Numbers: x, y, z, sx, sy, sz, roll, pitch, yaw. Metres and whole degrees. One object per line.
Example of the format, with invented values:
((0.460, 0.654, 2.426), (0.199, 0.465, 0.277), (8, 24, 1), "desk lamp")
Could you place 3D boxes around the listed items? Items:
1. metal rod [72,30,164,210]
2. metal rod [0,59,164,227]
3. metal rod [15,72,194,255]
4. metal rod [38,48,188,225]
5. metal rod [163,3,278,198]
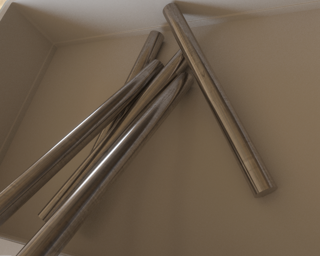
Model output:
((-0.060, -0.019, 0.448), (0.025, 0.025, 0.300), (10, 67, 32), "metal rod")
((-0.085, -0.001, 0.379), (0.025, 0.025, 0.301), (13, 46, 33), "metal rod")
((-0.033, 0.020, 0.329), (0.025, 0.025, 0.301), (5, 38, 31), "metal rod")
((-0.046, -0.002, 0.412), (0.025, 0.025, 0.300), (26, 70, 37), "metal rod")
((0.061, -0.056, 0.387), (0.025, 0.025, 0.299), (-27, 59, 11), "metal rod")
